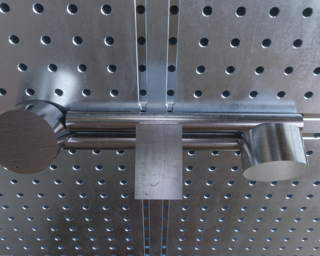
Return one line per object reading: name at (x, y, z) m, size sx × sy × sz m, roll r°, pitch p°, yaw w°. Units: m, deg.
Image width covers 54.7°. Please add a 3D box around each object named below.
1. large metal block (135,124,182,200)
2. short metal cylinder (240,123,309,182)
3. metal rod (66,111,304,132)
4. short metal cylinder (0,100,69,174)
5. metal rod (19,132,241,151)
large metal block at (-0.002, 0.041, 0.371) m, size 0.050 × 0.080 × 0.080 m, roll 1°, pitch 172°, yaw -1°
short metal cylinder at (0.148, 0.034, 0.408) m, size 0.081 × 0.050 × 0.080 m, roll 0°, pitch 152°, yaw 0°
metal rod at (0.032, -0.008, 0.404) m, size 0.302 × 0.025 × 0.025 m, roll 1°, pitch 130°, yaw -1°
short metal cylinder at (-0.160, 0.010, 0.383) m, size 0.081 × 0.050 × 0.079 m, roll 0°, pitch 107°, yaw -1°
metal rod at (-0.043, 0.018, 0.426) m, size 0.302 × 0.025 × 0.025 m, roll 0°, pitch 130°, yaw -1°
